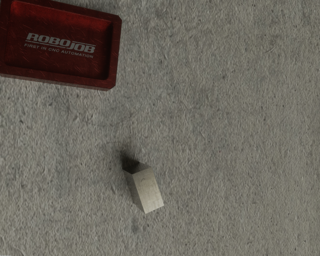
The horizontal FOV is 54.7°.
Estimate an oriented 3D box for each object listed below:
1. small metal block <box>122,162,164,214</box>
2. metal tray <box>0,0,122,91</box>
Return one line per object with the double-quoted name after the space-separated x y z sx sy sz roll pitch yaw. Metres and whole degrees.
-0.022 0.073 0.388 0.025 0.050 0.050 -20 97 -19 "small metal block"
-0.115 -0.097 0.363 0.131 0.030 0.089 6 88 -20 "metal tray"
